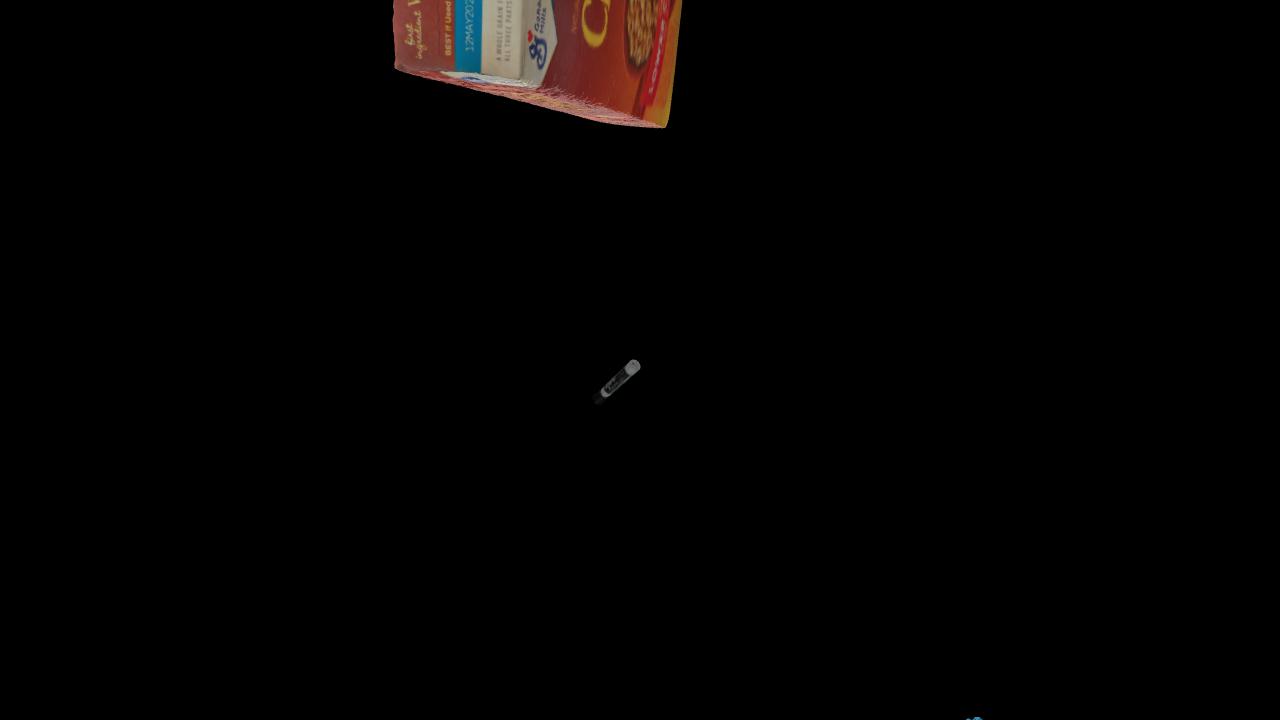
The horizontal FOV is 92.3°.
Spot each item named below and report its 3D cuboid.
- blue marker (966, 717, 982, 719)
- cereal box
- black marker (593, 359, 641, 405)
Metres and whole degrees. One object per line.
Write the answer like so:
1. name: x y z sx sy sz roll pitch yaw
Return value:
1. blue marker: 0.297 0.305 0.450 0.121 0.020 0.020 31 8 14
2. cereal box: -0.036 -0.267 0.394 0.081 0.203 0.306 10 18 12
3. black marker: -0.038 0.036 0.930 0.020 0.020 0.121 0 -29 -36
